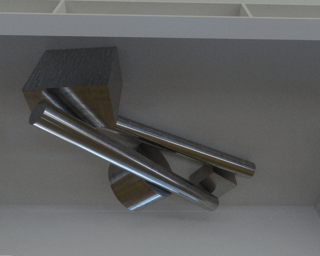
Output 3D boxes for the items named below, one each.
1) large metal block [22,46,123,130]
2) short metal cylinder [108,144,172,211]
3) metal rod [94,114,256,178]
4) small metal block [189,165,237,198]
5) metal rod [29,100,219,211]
[{"bbox_3d":[-0.087,-0.045,0.333,0.080,0.080,0.050,-3,130,2],"label":"large metal block"},{"bbox_3d":[-0.024,0.067,0.427,0.050,0.080,0.080,-33,123,24],"label":"short metal cylinder"},{"bbox_3d":[-0.001,0.015,0.420,0.302,0.025,0.025,19,127,-17],"label":"metal rod"},{"bbox_3d":[0.082,0.082,0.479,0.050,0.025,0.050,31,123,-24],"label":"small metal block"},{"bbox_3d":[-0.015,0.050,0.373,0.025,0.025,0.301,-33,136,24],"label":"metal rod"}]
